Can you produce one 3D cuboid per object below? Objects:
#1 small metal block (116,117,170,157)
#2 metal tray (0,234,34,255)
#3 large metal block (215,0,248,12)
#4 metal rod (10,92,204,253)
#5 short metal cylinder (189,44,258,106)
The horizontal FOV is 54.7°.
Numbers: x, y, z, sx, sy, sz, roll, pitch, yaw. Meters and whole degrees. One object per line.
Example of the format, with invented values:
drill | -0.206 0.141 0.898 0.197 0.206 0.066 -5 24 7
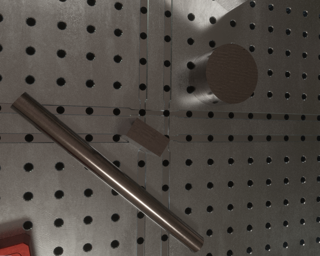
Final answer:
small metal block | -0.022 0.011 0.392 0.050 0.050 0.025 34 79 -17
metal tray | -0.204 0.179 0.334 0.131 0.030 0.089 -10 94 -20
large metal block | 0.097 -0.216 0.420 0.080 0.080 0.050 33 79 -17
metal rod | -0.055 0.065 0.393 0.300 0.025 0.025 42 77 -16
short metal cylinder | 0.088 -0.072 0.433 0.081 0.050 0.079 0 90 -20
